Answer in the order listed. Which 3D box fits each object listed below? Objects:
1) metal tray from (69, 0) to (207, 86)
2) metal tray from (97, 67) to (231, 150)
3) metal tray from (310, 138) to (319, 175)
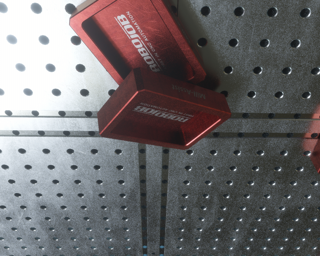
[{"bbox_3d":[-0.019,-0.089,0.332,0.090,0.030,0.130,-25,126,19],"label":"metal tray"},{"bbox_3d":[0.006,-0.015,0.359,0.131,0.030,0.090,11,142,-35],"label":"metal tray"},{"bbox_3d":[0.294,0.025,0.434,0.131,0.030,0.089,0,130,-1],"label":"metal tray"}]
